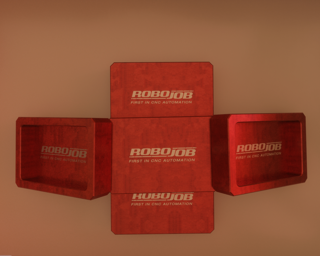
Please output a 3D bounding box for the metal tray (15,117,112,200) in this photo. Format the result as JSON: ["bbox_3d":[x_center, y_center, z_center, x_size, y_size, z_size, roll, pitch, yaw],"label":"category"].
[{"bbox_3d":[-0.120,0.032,0.376,0.130,0.030,0.089,2,91,29],"label":"metal tray"}]

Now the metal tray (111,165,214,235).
[{"bbox_3d":[0.003,0.090,0.406,0.131,0.030,0.089,0,90,-1],"label":"metal tray"}]

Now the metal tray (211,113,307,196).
[{"bbox_3d":[0.124,0.027,0.377,0.131,0.030,0.089,-2,91,-30],"label":"metal tray"}]

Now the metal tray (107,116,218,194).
[{"bbox_3d":[0.003,0.032,0.377,0.131,0.030,0.089,-1,90,-1],"label":"metal tray"}]

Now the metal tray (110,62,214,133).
[{"bbox_3d":[0.003,-0.039,0.406,0.131,0.030,0.089,0,90,-1],"label":"metal tray"}]
